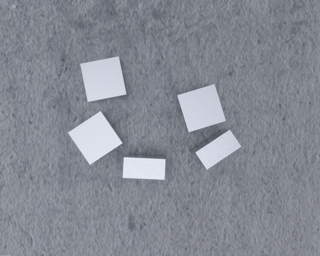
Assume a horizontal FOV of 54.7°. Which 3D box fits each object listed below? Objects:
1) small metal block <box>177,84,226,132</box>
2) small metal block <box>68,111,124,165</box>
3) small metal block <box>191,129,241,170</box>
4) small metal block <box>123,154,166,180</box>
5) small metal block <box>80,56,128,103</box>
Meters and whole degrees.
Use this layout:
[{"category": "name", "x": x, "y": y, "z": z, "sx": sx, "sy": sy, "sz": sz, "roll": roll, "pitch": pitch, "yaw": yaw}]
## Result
[{"category": "small metal block", "x": 0.054, "y": -0.026, "z": 0.411, "sx": 0.050, "sy": 0.025, "sz": 0.050, "roll": -17, "pitch": 90, "yaw": -1}, {"category": "small metal block", "x": -0.083, "y": 0.013, "z": 0.409, "sx": 0.050, "sy": 0.025, "sz": 0.050, "roll": -34, "pitch": 90, "yaw": 0}, {"category": "small metal block", "x": 0.070, "y": 0.026, "z": 0.398, "sx": 0.050, "sy": 0.050, "sz": 0.025, "roll": -34, "pitch": 90, "yaw": 0}, {"category": "small metal block", "x": -0.019, "y": 0.049, "z": 0.397, "sx": 0.050, "sy": 0.050, "sz": 0.025, "roll": 3, "pitch": 90, "yaw": -1}, {"category": "small metal block", "x": -0.073, "y": -0.063, "z": 0.409, "sx": 0.050, "sy": 0.025, "sz": 0.050, "roll": -11, "pitch": 90, "yaw": -1}]
